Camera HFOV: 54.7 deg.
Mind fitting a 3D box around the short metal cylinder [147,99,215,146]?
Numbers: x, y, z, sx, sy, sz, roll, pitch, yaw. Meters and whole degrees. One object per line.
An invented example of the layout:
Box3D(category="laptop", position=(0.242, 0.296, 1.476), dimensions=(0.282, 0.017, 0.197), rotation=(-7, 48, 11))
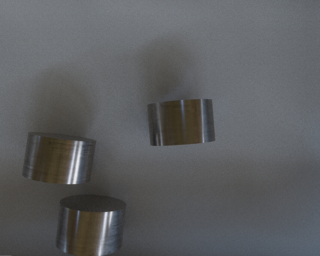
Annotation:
Box3D(category="short metal cylinder", position=(0.026, -0.007, 0.384), dimensions=(0.081, 0.080, 0.050), rotation=(-4, 90, -1))

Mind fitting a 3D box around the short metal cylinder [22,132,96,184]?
Box3D(category="short metal cylinder", position=(-0.123, 0.035, 0.382), dimensions=(0.081, 0.080, 0.050), rotation=(8, 90, -1))

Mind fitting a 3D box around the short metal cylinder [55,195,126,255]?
Box3D(category="short metal cylinder", position=(-0.085, 0.117, 0.383), dimensions=(0.081, 0.080, 0.050), rotation=(6, 90, -1))
